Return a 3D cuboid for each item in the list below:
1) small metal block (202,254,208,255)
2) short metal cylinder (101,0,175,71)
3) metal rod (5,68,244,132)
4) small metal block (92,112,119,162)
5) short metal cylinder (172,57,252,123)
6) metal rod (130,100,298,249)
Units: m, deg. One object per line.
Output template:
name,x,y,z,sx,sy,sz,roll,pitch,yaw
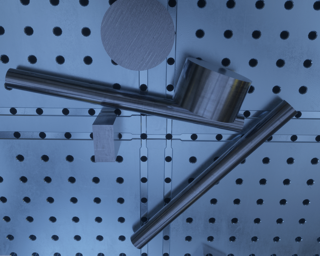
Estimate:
small metal block,0.079,0.240,0.503,0.050,0.025,0.050,29,107,-10
short metal cylinder,-0.024,-0.110,0.359,0.081,0.050,0.079,0,110,0
metal rod,-0.040,-0.035,0.400,0.302,0.025,0.025,11,110,-4
small metal block,-0.069,0.011,0.403,0.025,0.050,0.050,0,110,0
short metal cylinder,0.061,-0.046,0.368,0.080,0.080,0.050,18,109,-7
metal rod,0.067,0.074,0.441,0.025,0.025,0.299,42,105,-14
